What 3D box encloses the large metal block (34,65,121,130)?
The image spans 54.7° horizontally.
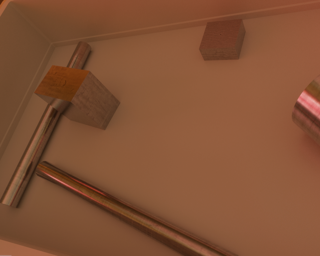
[{"bbox_3d":[-0.120,-0.045,0.459,0.080,0.080,0.050,14,69,33],"label":"large metal block"}]

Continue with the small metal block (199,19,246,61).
[{"bbox_3d":[0.088,-0.123,0.434,0.050,0.025,0.050,5,64,30],"label":"small metal block"}]

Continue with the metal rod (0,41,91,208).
[{"bbox_3d":[-0.180,-0.019,0.508,0.025,0.025,0.300,4,63,29],"label":"metal rod"}]

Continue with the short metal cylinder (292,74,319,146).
[{"bbox_3d":[0.174,-0.017,0.290,0.080,0.080,0.050,-37,51,3],"label":"short metal cylinder"}]

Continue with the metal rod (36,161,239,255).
[{"bbox_3d":[-0.052,0.095,0.372,0.300,0.025,0.025,16,70,34],"label":"metal rod"}]
